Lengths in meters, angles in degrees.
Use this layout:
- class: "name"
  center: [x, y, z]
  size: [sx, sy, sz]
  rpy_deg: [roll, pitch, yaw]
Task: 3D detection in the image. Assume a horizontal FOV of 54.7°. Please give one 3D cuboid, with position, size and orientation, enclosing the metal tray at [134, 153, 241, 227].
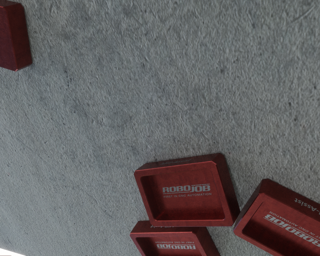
- class: "metal tray"
  center: [0.034, 0.089, 0.428]
  size: [0.130, 0.030, 0.090]
  rpy_deg: [-12, 100, 33]

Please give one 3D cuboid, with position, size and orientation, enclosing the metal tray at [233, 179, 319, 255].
- class: "metal tray"
  center: [0.172, 0.130, 0.393]
  size: [0.130, 0.030, 0.089]
  rpy_deg: [26, 128, 11]

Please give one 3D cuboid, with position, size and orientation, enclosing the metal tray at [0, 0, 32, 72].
- class: "metal tray"
  center: [-0.252, -0.142, 0.449]
  size: [0.130, 0.030, 0.089]
  rpy_deg: [18, 126, 17]

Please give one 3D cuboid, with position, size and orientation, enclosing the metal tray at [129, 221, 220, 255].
- class: "metal tray"
  center: [0.024, 0.196, 0.512]
  size: [0.130, 0.030, 0.090]
  rpy_deg: [-14, 111, 34]
